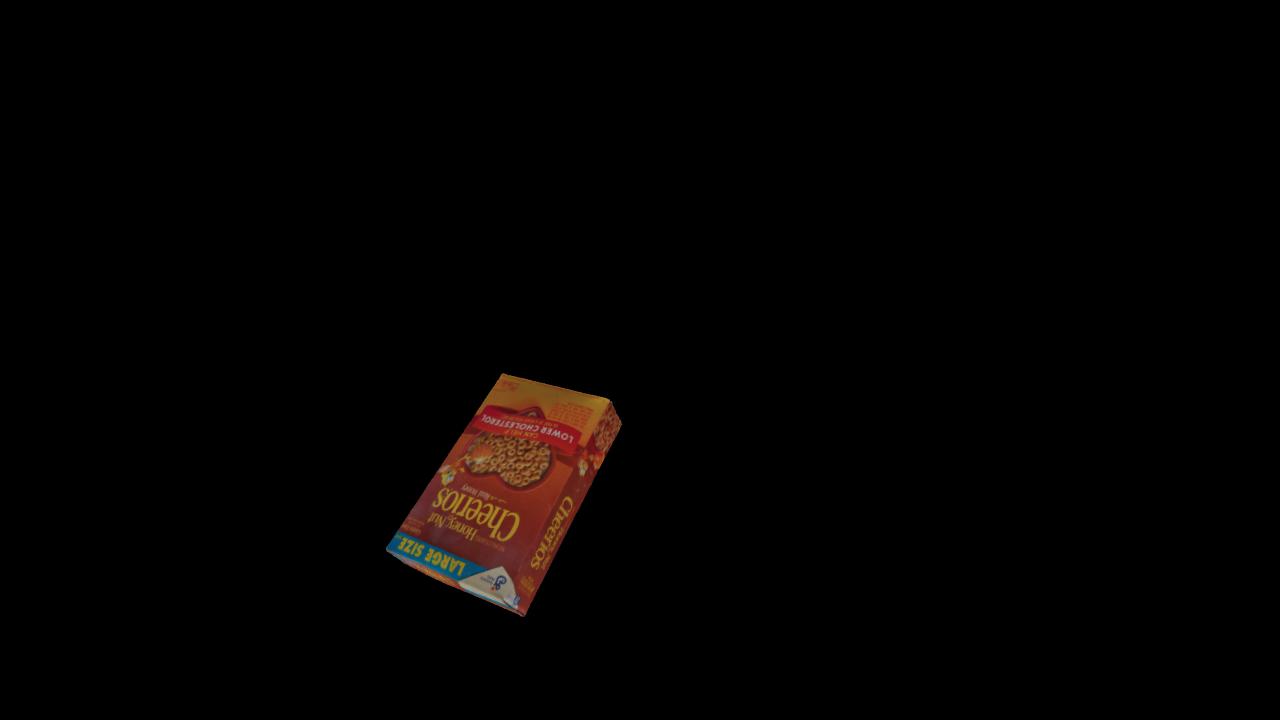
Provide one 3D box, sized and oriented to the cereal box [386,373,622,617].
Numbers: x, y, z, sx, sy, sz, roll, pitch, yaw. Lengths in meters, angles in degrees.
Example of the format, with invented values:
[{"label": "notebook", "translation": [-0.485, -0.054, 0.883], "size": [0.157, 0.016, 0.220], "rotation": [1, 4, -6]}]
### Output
[{"label": "cereal box", "translation": [-0.181, 0.173, 0.867], "size": [0.203, 0.306, 0.081], "rotation": [12, -34, 27]}]
